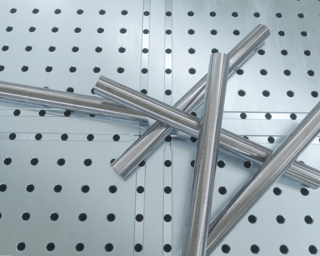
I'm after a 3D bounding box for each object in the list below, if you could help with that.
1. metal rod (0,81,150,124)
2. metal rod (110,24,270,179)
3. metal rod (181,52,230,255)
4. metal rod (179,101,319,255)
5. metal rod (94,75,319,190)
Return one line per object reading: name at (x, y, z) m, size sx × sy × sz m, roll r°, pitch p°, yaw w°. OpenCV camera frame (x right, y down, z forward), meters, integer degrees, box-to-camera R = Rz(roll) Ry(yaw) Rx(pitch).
metal rod at (-0.162, -0.043, 0.425) m, size 0.302 × 0.025 × 0.025 m, roll 10°, pitch 70°, yaw 3°
metal rod at (0.051, -0.045, 0.428) m, size 0.025 × 0.025 × 0.301 m, roll 43°, pitch 75°, yaw 13°
metal rod at (0.050, 0.054, 0.350) m, size 0.025 × 0.025 × 0.299 m, roll 9°, pitch 76°, yaw 3°
metal rod at (0.116, 0.065, 0.361) m, size 0.025 × 0.025 × 0.300 m, roll 43°, pitch 85°, yaw 13°
metal rod at (0.061, 0.006, 0.390) m, size 0.301 × 0.025 × 0.025 m, roll 24°, pitch 72°, yaw 0°
